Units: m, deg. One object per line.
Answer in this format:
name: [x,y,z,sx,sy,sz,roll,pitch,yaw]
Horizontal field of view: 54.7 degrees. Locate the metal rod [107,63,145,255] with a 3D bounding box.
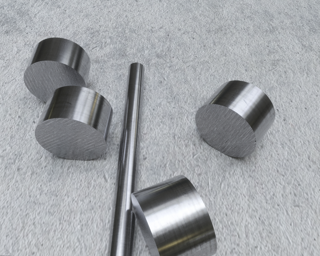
metal rod: [-0.037,0.023,0.383,0.025,0.025,0.300,0,50,0]

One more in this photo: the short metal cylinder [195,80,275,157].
short metal cylinder: [0.091,-0.011,0.377,0.080,0.080,0.050,30,56,23]

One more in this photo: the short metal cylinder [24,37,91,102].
short metal cylinder: [-0.141,-0.078,0.432,0.081,0.080,0.050,-1,50,-1]

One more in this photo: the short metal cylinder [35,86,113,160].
short metal cylinder: [-0.100,-0.004,0.370,0.080,0.080,0.050,3,50,2]

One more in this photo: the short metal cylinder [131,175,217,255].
short metal cylinder: [0.011,0.090,0.292,0.050,0.080,0.080,-19,53,-15]
